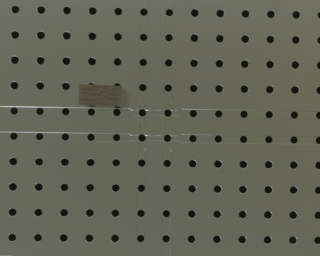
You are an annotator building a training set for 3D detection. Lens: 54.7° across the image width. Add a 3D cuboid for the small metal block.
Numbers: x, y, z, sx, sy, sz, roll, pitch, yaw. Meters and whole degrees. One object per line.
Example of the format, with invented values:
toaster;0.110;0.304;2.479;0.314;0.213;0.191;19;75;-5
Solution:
small metal block;-0.073;-0.040;0.400;0.050;0.050;0.025;3;90;-1
